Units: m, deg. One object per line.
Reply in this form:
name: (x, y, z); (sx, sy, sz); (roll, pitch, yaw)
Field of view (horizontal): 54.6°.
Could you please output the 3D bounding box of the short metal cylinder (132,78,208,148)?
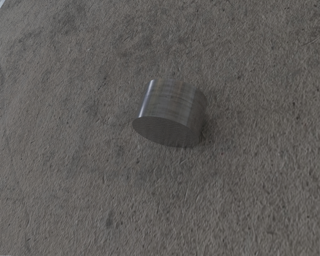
short metal cylinder: (0.012, -0.016, 0.373); (0.080, 0.080, 0.050); (2, 63, 29)
